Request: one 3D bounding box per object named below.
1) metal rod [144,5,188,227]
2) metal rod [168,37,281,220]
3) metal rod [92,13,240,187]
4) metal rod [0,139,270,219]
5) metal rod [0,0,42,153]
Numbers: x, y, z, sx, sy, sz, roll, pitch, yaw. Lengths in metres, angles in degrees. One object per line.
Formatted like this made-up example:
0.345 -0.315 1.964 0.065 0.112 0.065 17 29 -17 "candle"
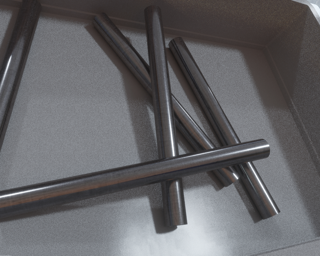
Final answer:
0.004 -0.030 0.400 0.025 0.025 0.299 4 68 -26 "metal rod"
0.087 -0.011 0.458 0.025 0.025 0.299 -14 69 -34 "metal rod"
0.004 -0.044 0.434 0.025 0.025 0.300 -33 80 -38 "metal rod"
-0.010 0.048 0.335 0.302 0.025 0.025 -9 66 -20 "metal rod"
-0.170 -0.035 0.335 0.025 0.025 0.299 13 56 -21 "metal rod"
